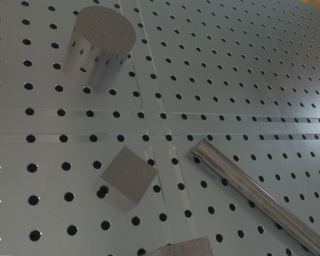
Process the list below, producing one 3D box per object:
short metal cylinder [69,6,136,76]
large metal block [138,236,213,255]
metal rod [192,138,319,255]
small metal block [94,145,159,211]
[{"bbox_3d":[-0.079,-0.118,0.423,0.081,0.050,0.080,14,56,-21],"label":"short metal cylinder"},{"bbox_3d":[0.015,0.154,0.288,0.050,0.080,0.080,-1,63,-29],"label":"large metal block"},{"bbox_3d":[0.167,0.119,0.427,0.300,0.025,0.025,40,51,-1],"label":"metal rod"},{"bbox_3d":[-0.038,0.057,0.354,0.050,0.025,0.050,38,51,-3],"label":"small metal block"}]
